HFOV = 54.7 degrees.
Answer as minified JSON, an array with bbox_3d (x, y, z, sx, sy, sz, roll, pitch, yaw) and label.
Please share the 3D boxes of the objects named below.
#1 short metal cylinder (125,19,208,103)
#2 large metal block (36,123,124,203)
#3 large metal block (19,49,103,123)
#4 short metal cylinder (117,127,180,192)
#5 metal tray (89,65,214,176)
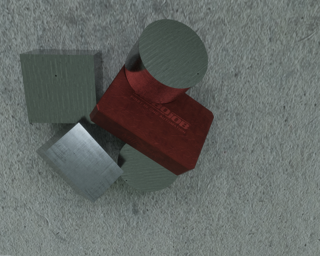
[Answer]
[{"bbox_3d":[0.006,-0.073,0.350,0.081,0.050,0.080,6,74,-22],"label":"short metal cylinder"},{"bbox_3d":[-0.103,0.042,0.389,0.050,0.080,0.080,-46,108,-22],"label":"large metal block"},{"bbox_3d":[-0.114,-0.052,0.375,0.081,0.050,0.079,1,110,-1],"label":"large metal block"},{"bbox_3d":[-0.013,0.037,0.412,0.081,0.050,0.079,0,110,0],"label":"short metal cylinder"},{"bbox_3d":[-0.005,-0.014,0.372,0.130,0.090,0.030,34,146,-12],"label":"metal tray"}]
